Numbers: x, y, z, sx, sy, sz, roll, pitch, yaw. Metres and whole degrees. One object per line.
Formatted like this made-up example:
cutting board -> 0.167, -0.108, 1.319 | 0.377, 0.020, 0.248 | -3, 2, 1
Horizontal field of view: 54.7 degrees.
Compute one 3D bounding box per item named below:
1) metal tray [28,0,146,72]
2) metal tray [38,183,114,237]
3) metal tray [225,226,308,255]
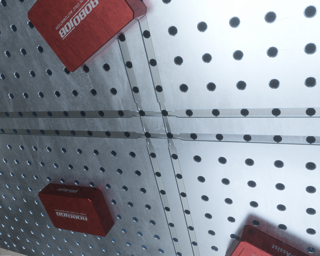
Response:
metal tray -> -0.091, -0.137, 0.369 | 0.130, 0.030, 0.090 | -28, 104, 37
metal tray -> -0.159, 0.153, 0.584 | 0.130, 0.030, 0.089 | -1, 118, 28
metal tray -> 0.165, 0.207, 0.448 | 0.130, 0.030, 0.089 | 25, 127, 12
